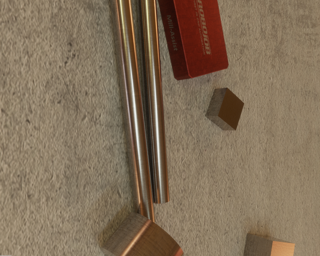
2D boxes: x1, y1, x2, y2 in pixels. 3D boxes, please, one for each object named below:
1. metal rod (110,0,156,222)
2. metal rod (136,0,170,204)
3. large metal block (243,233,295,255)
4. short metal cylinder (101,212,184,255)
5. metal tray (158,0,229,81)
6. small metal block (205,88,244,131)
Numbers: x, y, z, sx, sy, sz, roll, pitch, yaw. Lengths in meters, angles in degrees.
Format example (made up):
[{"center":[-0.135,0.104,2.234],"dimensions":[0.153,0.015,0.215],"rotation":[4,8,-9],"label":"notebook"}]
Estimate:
[{"center":[-0.033,-0.029,0.378],"dimensions":[0.025,0.025,0.298],"rotation":[-10,97,-40],"label":"metal rod"},{"center":[-0.010,-0.053,0.398],"dimensions":[0.025,0.025,0.298],"rotation":[-7,95,-40],"label":"metal rod"},{"center":[0.193,0.239,0.555],"dimensions":[0.080,0.050,0.080],"rotation":[22,76,-38],"label":"large metal block"},{"center":[-0.020,0.143,0.354],"dimensions":[0.050,0.080,0.080],"rotation":[-48,119,-29],"label":"short metal cylinder"},{"center":[0.050,-0.141,0.445],"dimensions":[0.091,0.030,0.129],"rotation":[-21,104,-38],"label":"metal tray"},{"center":[0.104,-0.029,0.495],"dimensions":[0.050,0.025,0.050],"rotation":[33,69,-35],"label":"small metal block"}]
